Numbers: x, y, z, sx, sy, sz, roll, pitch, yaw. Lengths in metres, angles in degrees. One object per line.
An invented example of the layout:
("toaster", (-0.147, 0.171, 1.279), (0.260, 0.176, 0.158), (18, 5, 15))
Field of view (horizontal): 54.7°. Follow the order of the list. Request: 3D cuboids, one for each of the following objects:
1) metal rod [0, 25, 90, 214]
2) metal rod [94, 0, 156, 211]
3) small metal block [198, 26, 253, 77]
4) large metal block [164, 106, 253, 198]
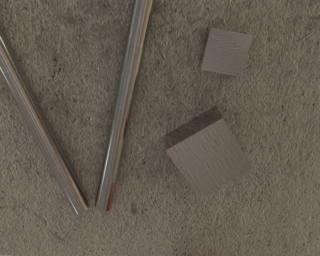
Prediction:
("metal rod", (-0.163, -0.015, 0.401), (0.025, 0.025, 0.298), (-18, 109, 6))
("metal rod", (-0.049, -0.023, 0.400), (0.025, 0.025, 0.298), (12, 110, -5))
("small metal block", (0.078, -0.093, 0.377), (0.050, 0.025, 0.050), (10, 110, -4))
("large metal block", (0.062, 0.031, 0.409), (0.080, 0.050, 0.080), (-31, 108, 10))
